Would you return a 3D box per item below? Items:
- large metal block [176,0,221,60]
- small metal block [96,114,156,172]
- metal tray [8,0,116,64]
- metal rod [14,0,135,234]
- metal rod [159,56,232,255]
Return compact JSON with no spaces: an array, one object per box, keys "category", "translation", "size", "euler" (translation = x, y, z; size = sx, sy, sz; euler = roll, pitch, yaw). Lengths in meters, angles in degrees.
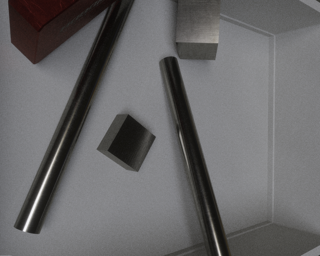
[{"category":"large metal block","translation":[0.052,-0.140,0.408],"size":[0.080,0.050,0.080],"euler":[15,78,-82]},{"category":"small metal block","translation":[-0.040,0.018,0.375],"size":[0.050,0.025,0.050],"euler":[41,65,-33]},{"category":"metal tray","translation":[-0.077,-0.122,0.288],"size":[0.030,0.090,0.130],"euler":[47,68,-12]},{"category":"metal rod","translation":[-0.082,-0.038,0.338],"size":[0.025,0.025,0.299],"euler":[30,71,-36]},{"category":"metal rod","translation":[0.043,0.046,0.367],"size":[0.025,0.025,0.299],"euler":[6,62,-40]}]
